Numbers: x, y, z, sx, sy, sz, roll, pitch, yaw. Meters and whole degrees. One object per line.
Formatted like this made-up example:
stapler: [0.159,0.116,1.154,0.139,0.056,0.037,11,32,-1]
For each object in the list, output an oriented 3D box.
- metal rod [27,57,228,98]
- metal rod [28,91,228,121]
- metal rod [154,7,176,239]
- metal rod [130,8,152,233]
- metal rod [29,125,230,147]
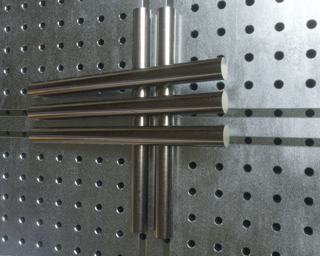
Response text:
metal rod: [-0.062,-0.062,0.411,0.300,0.025,0.025,-2,90,27]
metal rod: [-0.061,-0.026,0.411,0.300,0.025,0.025,-1,90,27]
metal rod: [0.007,-0.006,0.410,0.025,0.025,0.298,1,90,19]
metal rod: [-0.026,-0.010,0.421,0.025,0.025,0.298,1,90,19]
metal rod: [-0.060,0.010,0.410,0.300,0.025,0.025,0,90,28]
